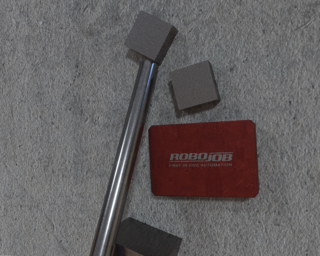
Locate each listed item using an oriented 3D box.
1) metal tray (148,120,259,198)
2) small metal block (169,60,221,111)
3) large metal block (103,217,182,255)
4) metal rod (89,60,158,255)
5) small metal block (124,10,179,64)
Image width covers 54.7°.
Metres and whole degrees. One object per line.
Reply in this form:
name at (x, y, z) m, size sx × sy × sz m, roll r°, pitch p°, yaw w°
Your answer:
metal tray at (0.053, 0.038, 0.387) m, size 0.130 × 0.030 × 0.089 m, roll -3°, pitch 89°, yaw 19°
small metal block at (0.045, -0.053, 0.393) m, size 0.050 × 0.025 × 0.050 m, roll -15°, pitch 85°, yaw 19°
large metal block at (-0.027, 0.160, 0.388) m, size 0.080 × 0.080 × 0.050 m, roll 17°, pitch 96°, yaw 19°
metal rod at (-0.045, 0.054, 0.368) m, size 0.025 × 0.025 × 0.299 m, roll 6°, pitch 71°, yaw 19°
small metal block at (-0.012, -0.120, 0.412) m, size 0.050 × 0.025 × 0.050 m, roll 31°, pitch 100°, yaw 17°
